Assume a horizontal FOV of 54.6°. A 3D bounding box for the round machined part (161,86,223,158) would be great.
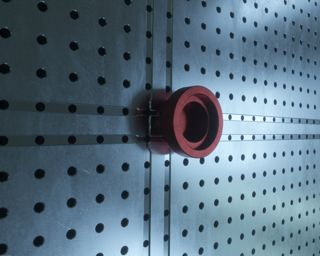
[{"bbox_3d":[0.040,-0.008,0.431,0.099,0.042,0.097,0,90,-40],"label":"round machined part"}]
